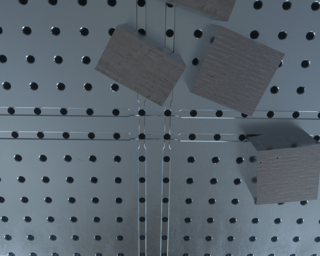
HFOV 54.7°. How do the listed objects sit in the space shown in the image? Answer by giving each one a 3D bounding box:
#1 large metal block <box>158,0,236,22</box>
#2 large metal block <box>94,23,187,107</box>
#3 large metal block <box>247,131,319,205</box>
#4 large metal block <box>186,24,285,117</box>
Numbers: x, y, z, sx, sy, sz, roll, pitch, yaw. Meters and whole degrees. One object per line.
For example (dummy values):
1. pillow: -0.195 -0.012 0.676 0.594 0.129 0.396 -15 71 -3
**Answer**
1. large metal block: 0.036 -0.152 0.329 0.080 0.080 0.050 17 109 -7
2. large metal block: -0.020 -0.076 0.356 0.080 0.080 0.050 29 108 -10
3. large metal block: 0.165 0.053 0.422 0.080 0.050 0.079 -5 110 1
4. large metal block: 0.087 -0.071 0.375 0.080 0.050 0.079 21 109 -8
